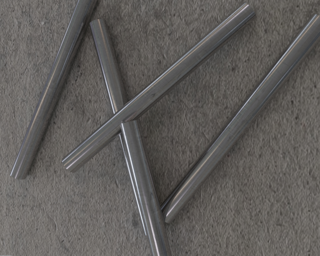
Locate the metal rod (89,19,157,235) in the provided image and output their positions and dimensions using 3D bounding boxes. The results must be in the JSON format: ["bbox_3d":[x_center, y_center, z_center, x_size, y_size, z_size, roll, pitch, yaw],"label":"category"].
[{"bbox_3d":[-0.049,-0.005,0.426,0.025,0.025,0.299,-17,84,19],"label":"metal rod"}]

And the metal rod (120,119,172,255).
[{"bbox_3d":[-0.003,0.137,0.387,0.025,0.025,0.298,-11,95,19],"label":"metal rod"}]

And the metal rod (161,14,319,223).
[{"bbox_3d":[0.093,-0.002,0.376,0.025,0.025,0.299,40,102,15],"label":"metal rod"}]

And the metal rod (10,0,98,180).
[{"bbox_3d":[-0.161,-0.059,0.465,0.025,0.025,0.298,27,99,18],"label":"metal rod"}]

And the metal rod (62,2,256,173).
[{"bbox_3d":[-0.007,-0.046,0.392,0.300,0.025,0.025,-40,77,8],"label":"metal rod"}]
